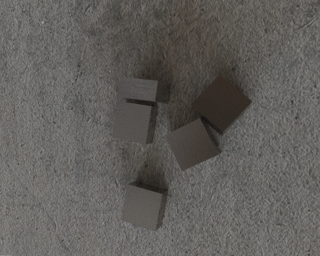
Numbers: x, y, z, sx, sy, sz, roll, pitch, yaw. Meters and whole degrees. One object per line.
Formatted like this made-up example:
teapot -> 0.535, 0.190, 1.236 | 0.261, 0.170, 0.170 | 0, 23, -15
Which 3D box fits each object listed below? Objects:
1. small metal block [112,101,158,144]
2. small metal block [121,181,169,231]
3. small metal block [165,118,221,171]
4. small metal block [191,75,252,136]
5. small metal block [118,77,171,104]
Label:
small metal block -> -0.034, -0.008, 0.421 | 0.050, 0.025, 0.050 | 10, 93, 19
small metal block -> -0.020, 0.104, 0.416 | 0.050, 0.025, 0.050 | 12, 94, 19
small metal block -> 0.042, 0.021, 0.394 | 0.050, 0.025, 0.050 | -27, 81, 18
small metal block -> 0.074, -0.027, 0.376 | 0.050, 0.025, 0.050 | 43, 86, 14
small metal block -> -0.019, -0.048, 0.402 | 0.050, 0.050, 0.025 | 9, 93, 20
